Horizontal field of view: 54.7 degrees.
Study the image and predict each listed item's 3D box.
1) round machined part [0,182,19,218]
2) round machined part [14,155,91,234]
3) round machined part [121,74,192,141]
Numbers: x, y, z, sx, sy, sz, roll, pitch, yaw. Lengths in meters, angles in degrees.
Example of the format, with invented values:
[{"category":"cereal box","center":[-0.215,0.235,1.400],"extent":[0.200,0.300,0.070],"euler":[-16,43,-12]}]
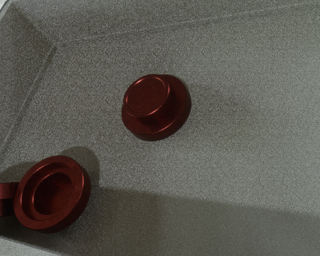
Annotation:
[{"category":"round machined part","center":[-0.231,0.103,0.422],"extent":[0.098,0.098,0.042],"euler":[-14,78,20]},{"category":"round machined part","center":[-0.135,0.089,0.406],"extent":[0.098,0.042,0.098],"euler":[-9,57,14]},{"category":"round machined part","center":[-0.010,-0.034,0.422],"extent":[0.098,0.042,0.098],"euler":[-13,56,21]}]
